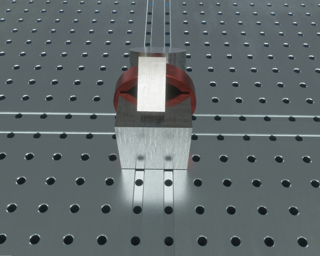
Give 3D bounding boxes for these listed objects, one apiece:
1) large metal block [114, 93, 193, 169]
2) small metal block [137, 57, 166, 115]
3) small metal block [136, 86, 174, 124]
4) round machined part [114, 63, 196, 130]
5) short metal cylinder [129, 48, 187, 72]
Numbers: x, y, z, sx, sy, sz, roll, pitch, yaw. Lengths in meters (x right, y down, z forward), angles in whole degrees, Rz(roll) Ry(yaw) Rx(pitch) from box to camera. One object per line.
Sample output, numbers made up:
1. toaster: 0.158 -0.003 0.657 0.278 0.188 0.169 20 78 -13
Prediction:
1. large metal block: -0.007 0.006 0.366 0.081 0.080 0.050 1 50 0
2. small metal block: -0.007 -0.039 0.306 0.025 0.050 0.050 1 88 0
3. small metal block: -0.006 -0.033 0.434 0.050 0.025 0.050 1 50 0
4. round machined part: -0.006 -0.043 0.383 0.099 0.097 0.042 1 50 0
5. short metal cylinder: -0.003 -0.086 0.442 0.081 0.050 0.080 1 20 0
